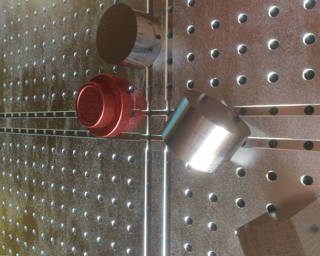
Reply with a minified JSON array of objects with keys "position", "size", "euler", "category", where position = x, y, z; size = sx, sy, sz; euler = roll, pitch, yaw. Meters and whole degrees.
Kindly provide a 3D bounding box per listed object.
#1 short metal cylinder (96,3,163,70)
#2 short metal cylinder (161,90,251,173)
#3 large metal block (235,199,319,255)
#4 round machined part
[{"position":[-0.043,-0.124,0.428],"size":[0.080,0.050,0.080],"euler":[0,90,40],"category":"short metal cylinder"},{"position":[0.049,0.002,0.334],"size":[0.080,0.081,0.050],"euler":[47,118,30],"category":"short metal cylinder"},{"position":[0.121,0.115,0.274],"size":[0.050,0.081,0.080],"euler":[-29,72,36],"category":"large metal block"},{"position":[-0.092,-0.034,0.475],"size":[0.098,0.042,0.097],"euler":[0,90,40],"category":"round machined part"}]
